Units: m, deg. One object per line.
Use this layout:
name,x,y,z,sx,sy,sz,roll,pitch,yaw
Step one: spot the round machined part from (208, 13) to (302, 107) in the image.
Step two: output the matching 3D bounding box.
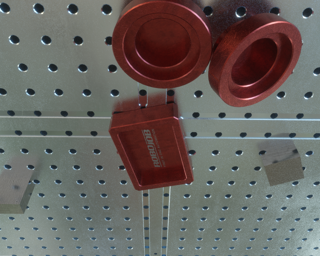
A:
round machined part,0.093,-0.073,0.324,0.099,0.042,0.097,-18,137,-17

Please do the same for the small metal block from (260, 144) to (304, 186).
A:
small metal block,0.182,0.056,0.461,0.050,0.025,0.050,-18,128,14

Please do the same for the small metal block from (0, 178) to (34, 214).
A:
small metal block,-0.232,0.105,0.482,0.050,0.050,0.025,1,130,-1

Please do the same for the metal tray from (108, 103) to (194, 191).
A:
metal tray,-0.008,0.032,0.434,0.090,0.030,0.129,-10,130,8

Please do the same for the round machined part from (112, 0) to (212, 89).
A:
round machined part,0.003,-0.091,0.317,0.099,0.042,0.097,3,136,3
